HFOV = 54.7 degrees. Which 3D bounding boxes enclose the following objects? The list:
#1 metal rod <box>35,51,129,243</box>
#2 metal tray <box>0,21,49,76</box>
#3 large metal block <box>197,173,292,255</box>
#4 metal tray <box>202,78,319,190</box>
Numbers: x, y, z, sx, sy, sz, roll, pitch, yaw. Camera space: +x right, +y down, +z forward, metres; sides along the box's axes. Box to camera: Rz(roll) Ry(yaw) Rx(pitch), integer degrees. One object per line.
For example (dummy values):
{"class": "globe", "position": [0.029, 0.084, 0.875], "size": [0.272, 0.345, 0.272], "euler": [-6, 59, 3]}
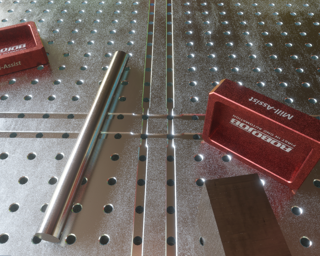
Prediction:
{"class": "metal rod", "position": [-0.088, -0.002, 0.408], "size": [0.025, 0.025, 0.300], "euler": [8, 50, 6]}
{"class": "metal tray", "position": [-0.261, -0.127, 0.508], "size": [0.131, 0.030, 0.090], "euler": [-19, 53, -16]}
{"class": "large metal block", "position": [0.071, 0.100, 0.288], "size": [0.050, 0.080, 0.080], "euler": [-7, 51, -6]}
{"class": "metal tray", "position": [0.116, 0.008, 0.359], "size": [0.130, 0.089, 0.030], "euler": [29, 56, 22]}
